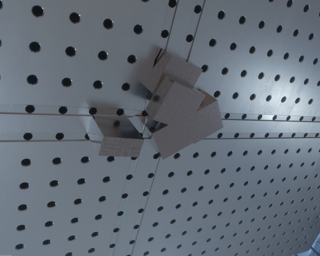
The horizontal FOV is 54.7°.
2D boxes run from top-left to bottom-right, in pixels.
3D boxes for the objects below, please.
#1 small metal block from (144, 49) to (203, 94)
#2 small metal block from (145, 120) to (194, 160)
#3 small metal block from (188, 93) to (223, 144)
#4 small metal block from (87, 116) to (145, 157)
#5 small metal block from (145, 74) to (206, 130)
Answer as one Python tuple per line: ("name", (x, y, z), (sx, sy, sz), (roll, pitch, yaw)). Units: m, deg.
("small metal block", (0.017, -0.062, 0.383), (0.050, 0.025, 0.050), (16, 110, -35))
("small metal block", (0.013, 0.008, 0.425), (0.050, 0.025, 0.050), (-29, 129, -10))
("small metal block", (0.058, -0.013, 0.437), (0.050, 0.025, 0.050), (-29, 129, -11))
("small metal block", (-0.054, 0.010, 0.373), (0.050, 0.050, 0.025), (6, 116, -32))
("small metal block", (0.018, -0.030, 0.372), (0.050, 0.025, 0.050), (18, 109, -35))
